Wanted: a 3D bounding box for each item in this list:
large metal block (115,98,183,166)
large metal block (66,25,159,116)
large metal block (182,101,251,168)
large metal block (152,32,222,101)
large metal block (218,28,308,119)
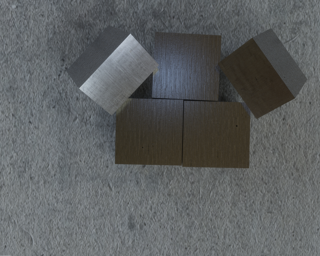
[{"bbox_3d":[-0.013,0.004,0.398,0.081,0.050,0.079,1,90,-1],"label":"large metal block"},{"bbox_3d":[-0.060,-0.073,0.376,0.080,0.080,0.050,-47,125,0],"label":"large metal block"},{"bbox_3d":[0.068,0.008,0.398,0.081,0.050,0.079,1,90,-1],"label":"large metal block"},{"bbox_3d":[0.032,-0.075,0.399,0.081,0.050,0.079,3,90,-1],"label":"large metal block"},{"bbox_3d":[0.128,-0.069,0.379,0.050,0.080,0.080,-35,90,40],"label":"large metal block"}]
